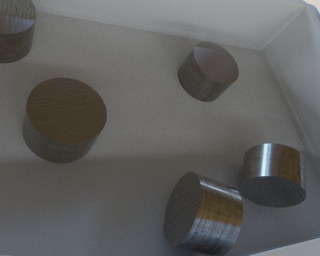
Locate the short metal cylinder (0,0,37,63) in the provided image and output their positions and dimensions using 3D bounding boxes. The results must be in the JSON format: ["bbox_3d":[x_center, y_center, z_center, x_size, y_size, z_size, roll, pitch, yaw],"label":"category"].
[{"bbox_3d":[-0.191,-0.123,0.362,0.081,0.050,0.080,14,56,-21],"label":"short metal cylinder"}]

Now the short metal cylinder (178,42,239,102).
[{"bbox_3d":[0.075,-0.088,0.486,0.081,0.050,0.080,14,56,-21],"label":"short metal cylinder"}]

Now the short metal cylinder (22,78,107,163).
[{"bbox_3d":[-0.105,-0.008,0.339,0.081,0.050,0.080,14,56,-21],"label":"short metal cylinder"}]

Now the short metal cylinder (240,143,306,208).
[{"bbox_3d":[0.151,0.065,0.415,0.080,0.080,0.050,27,52,-12],"label":"short metal cylinder"}]

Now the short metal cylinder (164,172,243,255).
[{"bbox_3d":[0.045,0.094,0.339,0.050,0.080,0.080,22,53,-16],"label":"short metal cylinder"}]
